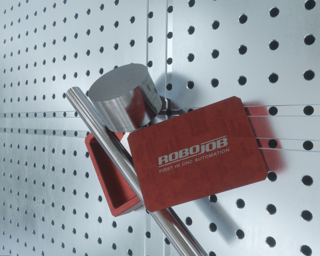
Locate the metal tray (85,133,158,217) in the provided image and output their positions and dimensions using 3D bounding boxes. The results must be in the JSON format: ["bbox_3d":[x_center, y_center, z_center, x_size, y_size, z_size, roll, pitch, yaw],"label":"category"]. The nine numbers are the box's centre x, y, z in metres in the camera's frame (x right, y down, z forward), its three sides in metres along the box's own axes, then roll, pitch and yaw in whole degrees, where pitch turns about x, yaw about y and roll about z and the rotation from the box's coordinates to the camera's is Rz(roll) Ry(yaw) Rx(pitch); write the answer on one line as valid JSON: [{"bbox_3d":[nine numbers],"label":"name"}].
[{"bbox_3d":[-0.054,0.049,0.445,0.090,0.030,0.130,-39,67,33],"label":"metal tray"}]

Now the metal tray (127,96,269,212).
[{"bbox_3d":[0.038,0.030,0.336,0.130,0.030,0.090,-19,77,13],"label":"metal tray"}]

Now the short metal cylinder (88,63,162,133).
[{"bbox_3d":[-0.044,-0.039,0.397,0.080,0.080,0.050,11,139,39],"label":"short metal cylinder"}]

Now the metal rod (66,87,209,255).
[{"bbox_3d":[-0.045,0.045,0.402,0.300,0.025,0.025,49,119,28],"label":"metal rod"}]

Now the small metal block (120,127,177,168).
[{"bbox_3d":[-0.014,0.024,0.399,0.050,0.050,0.025,48,119,29],"label":"small metal block"}]
